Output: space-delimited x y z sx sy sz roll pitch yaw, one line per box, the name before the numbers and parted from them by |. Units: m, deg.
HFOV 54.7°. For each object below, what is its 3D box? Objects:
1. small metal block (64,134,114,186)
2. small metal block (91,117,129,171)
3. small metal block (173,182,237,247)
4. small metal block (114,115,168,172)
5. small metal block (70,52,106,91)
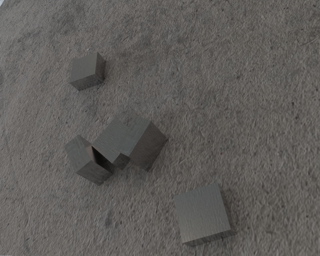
small metal block | -0.094 0.043 0.411 0.025 0.050 0.050 -40 51 2
small metal block | -0.056 0.021 0.421 0.050 0.025 0.050 33 80 38
small metal block | 0.046 0.091 0.324 0.050 0.025 0.050 -22 54 15
small metal block | -0.022 0.020 0.387 0.025 0.050 0.050 22 73 36
small metal block | -0.122 -0.096 0.527 0.050 0.025 0.050 -15 56 19
